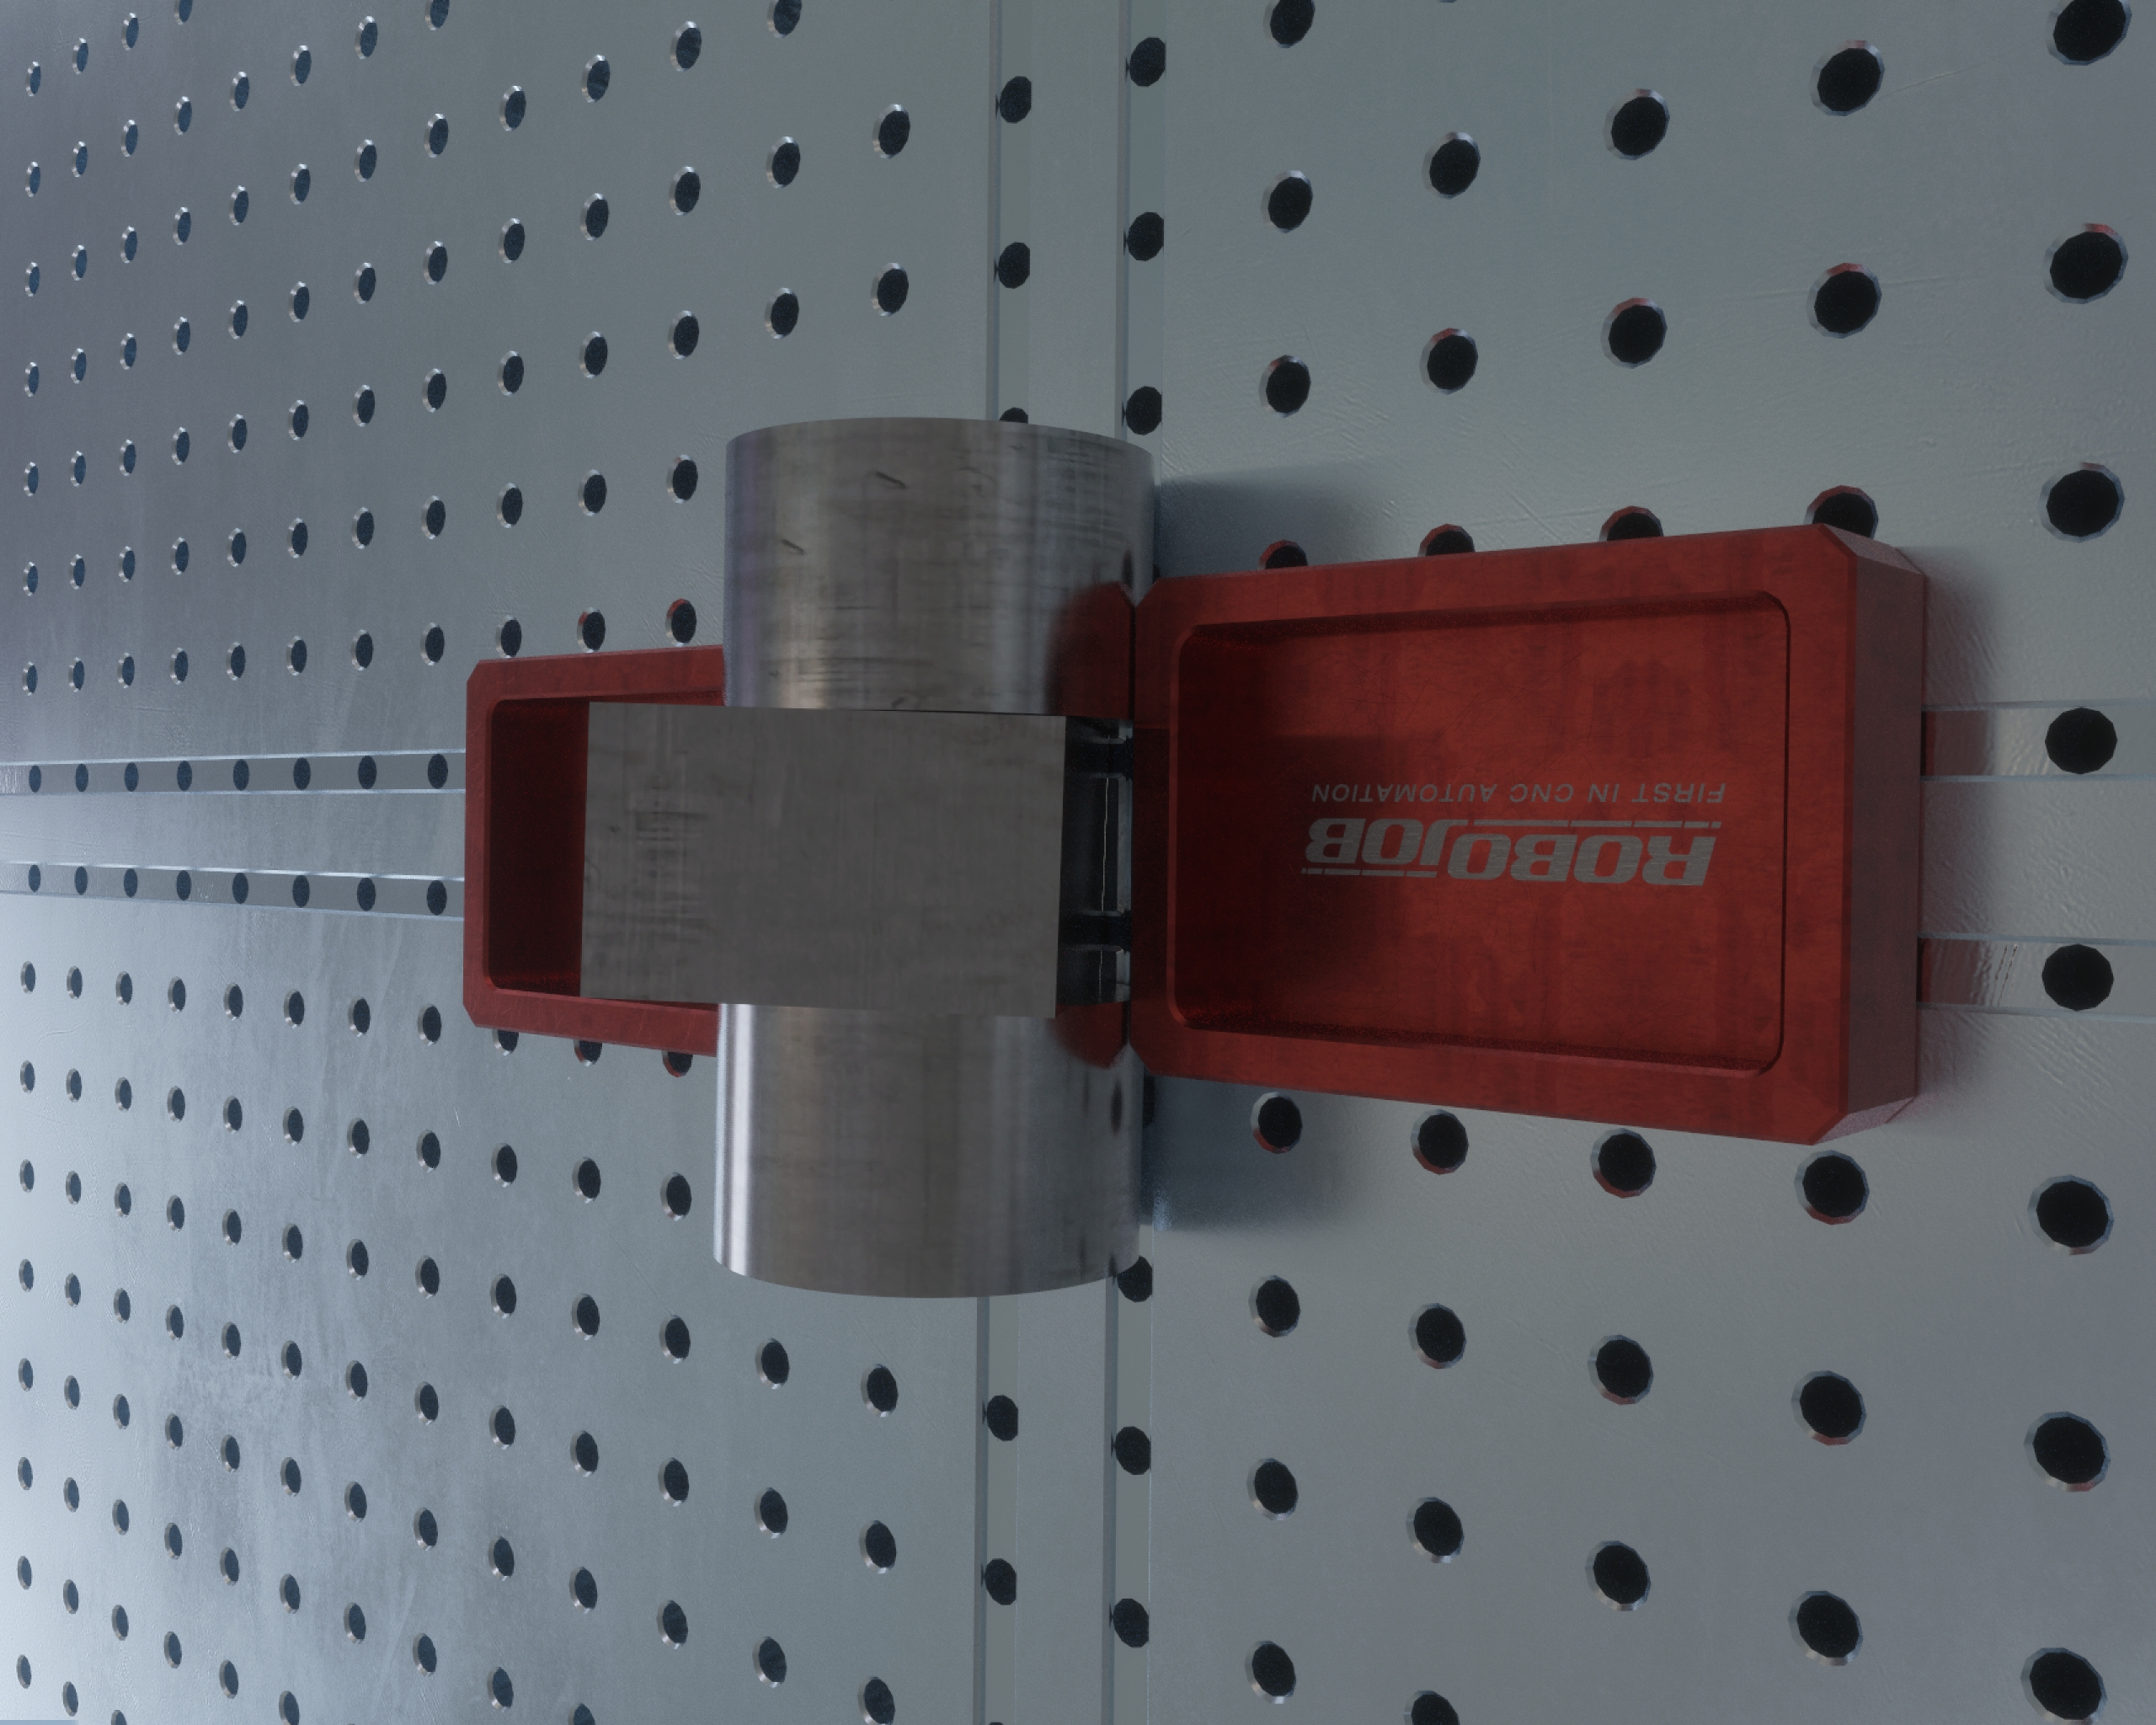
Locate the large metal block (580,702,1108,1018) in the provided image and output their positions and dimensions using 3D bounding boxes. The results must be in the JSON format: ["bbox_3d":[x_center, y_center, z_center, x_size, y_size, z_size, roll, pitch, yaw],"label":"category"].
[{"bbox_3d":[-0.039,-0.001,0.387,0.080,0.080,0.050,2,91,6],"label":"large metal block"}]

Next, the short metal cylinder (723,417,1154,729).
[{"bbox_3d":[-0.026,-0.052,0.395,0.080,0.081,0.050,2,91,40],"label":"short metal cylinder"}]

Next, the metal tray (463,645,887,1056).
[{"bbox_3d":[-0.091,-0.003,0.481,0.130,0.030,0.089,2,91,40],"label":"metal tray"}]

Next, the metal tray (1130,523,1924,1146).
[{"bbox_3d":[0.069,-0.005,0.349,0.130,0.030,0.089,1,91,40],"label":"metal tray"}]

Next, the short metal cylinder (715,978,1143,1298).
[{"bbox_3d":[-0.028,0.049,0.396,0.080,0.081,0.050,3,92,40],"label":"short metal cylinder"}]
